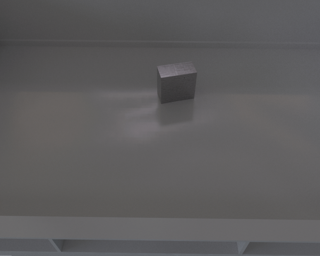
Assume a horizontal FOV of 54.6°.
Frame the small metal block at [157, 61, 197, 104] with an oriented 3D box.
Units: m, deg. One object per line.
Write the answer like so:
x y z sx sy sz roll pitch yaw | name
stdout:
0.023 -0.065 0.443 0.050 0.050 0.025 -10 51 -8 | small metal block
